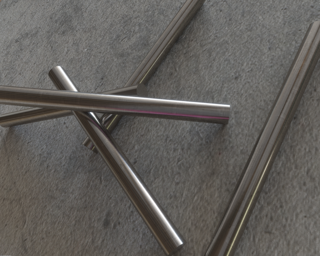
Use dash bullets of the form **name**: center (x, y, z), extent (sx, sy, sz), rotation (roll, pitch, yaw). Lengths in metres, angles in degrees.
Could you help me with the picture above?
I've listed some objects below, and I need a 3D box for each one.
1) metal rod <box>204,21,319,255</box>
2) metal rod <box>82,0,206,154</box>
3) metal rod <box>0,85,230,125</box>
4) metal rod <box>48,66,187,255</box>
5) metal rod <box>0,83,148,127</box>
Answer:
- **metal rod**: center (0.123, 0.005, 0.335), extent (0.025, 0.025, 0.300), rotation (18, 71, 35)
- **metal rod**: center (-0.018, -0.092, 0.468), extent (0.025, 0.025, 0.300), rotation (25, 75, 36)
- **metal rod**: center (-0.067, -0.030, 0.389), extent (0.302, 0.025, 0.025), rotation (5, 62, 6)
- **metal rod**: center (-0.067, 0.022, 0.386), extent (0.025, 0.025, 0.300), rotation (-40, 63, 1)
- **metal rod**: center (-0.150, -0.029, 0.477), extent (0.300, 0.025, 0.025), rotation (-7, 58, 31)
